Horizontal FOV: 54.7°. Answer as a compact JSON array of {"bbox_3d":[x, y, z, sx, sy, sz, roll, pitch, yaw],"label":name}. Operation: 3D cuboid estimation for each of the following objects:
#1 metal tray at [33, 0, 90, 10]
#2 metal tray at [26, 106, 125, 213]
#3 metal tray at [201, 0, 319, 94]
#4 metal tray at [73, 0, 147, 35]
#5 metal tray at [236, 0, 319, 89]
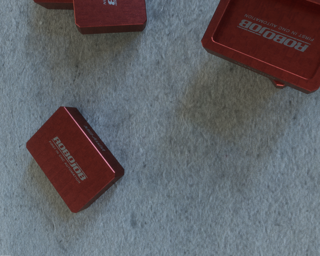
[{"bbox_3d":[-0.133,-0.243,0.452,0.090,0.030,0.129,9,93,19],"label":"metal tray"},{"bbox_3d":[-0.125,0.044,0.449,0.090,0.030,0.130,-43,77,14],"label":"metal tray"},{"bbox_3d":[0.122,-0.103,0.330,0.130,0.030,0.090,28,99,17],"label":"metal tray"},{"bbox_3d":[-0.069,-0.194,0.408,0.091,0.030,0.129,-6,89,-7],"label":"metal tray"},{"bbox_3d":[0.164,-0.117,0.348,0.130,0.030,0.090,-36,79,16],"label":"metal tray"}]
